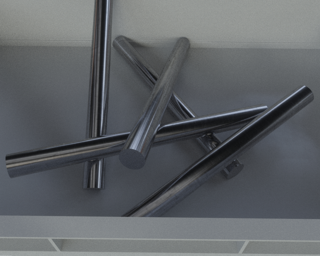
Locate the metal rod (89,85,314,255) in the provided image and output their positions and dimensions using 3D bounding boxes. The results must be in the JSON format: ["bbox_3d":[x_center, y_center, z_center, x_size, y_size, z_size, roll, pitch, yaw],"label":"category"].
[{"bbox_3d":[0.058,0.039,0.343,0.301,0.025,0.025,-34,58,-15],"label":"metal rod"}]

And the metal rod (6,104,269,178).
[{"bbox_3d":[-0.010,0.010,0.355,0.302,0.025,0.025,-11,51,-16],"label":"metal rod"}]

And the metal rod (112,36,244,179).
[{"bbox_3d":[0.010,-0.047,0.444,0.025,0.025,0.300,-25,55,-20],"label":"metal rod"}]

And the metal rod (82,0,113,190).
[{"bbox_3d":[-0.077,-0.073,0.395,0.025,0.025,0.299,-1,72,-1],"label":"metal rod"}]

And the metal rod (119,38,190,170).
[{"bbox_3d":[0.007,-0.055,0.403,0.025,0.025,0.301,10,36,8],"label":"metal rod"}]
